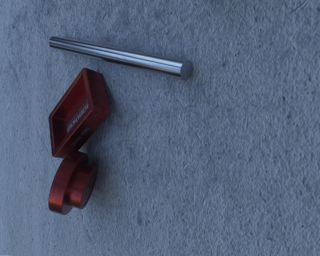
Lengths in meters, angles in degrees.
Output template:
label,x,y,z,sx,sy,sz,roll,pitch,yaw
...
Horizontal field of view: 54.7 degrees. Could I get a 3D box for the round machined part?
label,x,y,z,sx,sy,sz,roll,pitch,yaw
round machined part,-0.128,0.086,0.476,0.042,0.098,0.097,16,103,2

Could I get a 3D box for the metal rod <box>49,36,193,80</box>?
label,x,y,z,sx,sy,sz,roll,pitch,yaw
metal rod,-0.078,-0.112,0.469,0.300,0.025,0.025,21,103,38

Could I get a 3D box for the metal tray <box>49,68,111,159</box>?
label,x,y,z,sx,sy,sz,roll,pitch,yaw
metal tray,-0.134,-0.021,0.497,0.129,0.030,0.090,-44,49,31
